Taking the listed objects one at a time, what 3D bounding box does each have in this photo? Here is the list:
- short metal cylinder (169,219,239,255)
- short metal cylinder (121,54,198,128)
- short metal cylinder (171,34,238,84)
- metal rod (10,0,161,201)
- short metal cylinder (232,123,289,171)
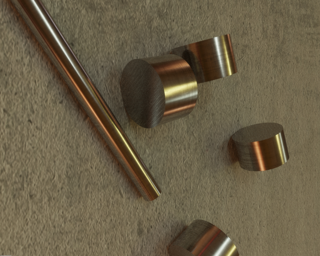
[{"bbox_3d":[0.059,0.172,0.419,0.050,0.080,0.080,-37,113,-34],"label":"short metal cylinder"},{"bbox_3d":[-0.002,-0.044,0.367,0.050,0.080,0.079,-19,102,-39],"label":"short metal cylinder"},{"bbox_3d":[0.060,-0.092,0.419,0.081,0.080,0.050,-24,106,-37],"label":"short metal cylinder"},{"bbox_3d":[-0.078,-0.035,0.339,0.025,0.025,0.299,-44,117,-31],"label":"metal rod"},{"bbox_3d":[0.164,0.029,0.507,0.081,0.080,0.050,-29,109,-36],"label":"short metal cylinder"}]
